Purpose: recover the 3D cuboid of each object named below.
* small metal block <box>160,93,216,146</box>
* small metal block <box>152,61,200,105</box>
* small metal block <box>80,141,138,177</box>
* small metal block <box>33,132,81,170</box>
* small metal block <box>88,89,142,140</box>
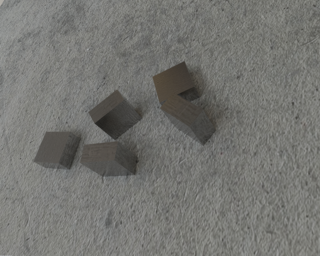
[{"bbox_3d":[0.035,-0.010,0.376,0.050,0.050,0.025,35,82,38],"label":"small metal block"},{"bbox_3d":[0.022,-0.057,0.427,0.050,0.025,0.050,-24,53,13],"label":"small metal block"},{"bbox_3d":[-0.064,0.041,0.396,0.050,0.050,0.025,-7,59,25],"label":"small metal block"},{"bbox_3d":[-0.153,0.033,0.464,0.050,0.025,0.050,0,61,28],"label":"small metal block"},{"bbox_3d":[-0.061,-0.017,0.431,0.050,0.050,0.025,-39,51,2],"label":"small metal block"}]
